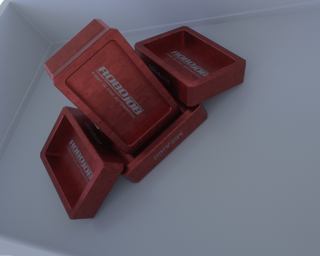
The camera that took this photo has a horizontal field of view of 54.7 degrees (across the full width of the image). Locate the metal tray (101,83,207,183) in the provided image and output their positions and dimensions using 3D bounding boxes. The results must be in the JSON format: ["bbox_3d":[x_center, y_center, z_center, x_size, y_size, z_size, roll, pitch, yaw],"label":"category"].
[{"bbox_3d":[-0.014,-0.003,0.408,0.130,0.030,0.090,-43,51,-2],"label":"metal tray"}]

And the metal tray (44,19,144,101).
[{"bbox_3d":[-0.073,-0.066,0.412,0.090,0.130,0.030,-43,51,-1],"label":"metal tray"}]

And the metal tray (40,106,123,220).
[{"bbox_3d":[-0.108,0.042,0.407,0.130,0.030,0.090,46,112,38],"label":"metal tray"}]

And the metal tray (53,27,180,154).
[{"bbox_3d":[-0.049,-0.041,0.370,0.090,0.130,0.030,-42,28,-1],"label":"metal tray"}]

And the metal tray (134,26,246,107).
[{"bbox_3d":[0.036,-0.088,0.412,0.091,0.030,0.130,-26,48,-21],"label":"metal tray"}]
